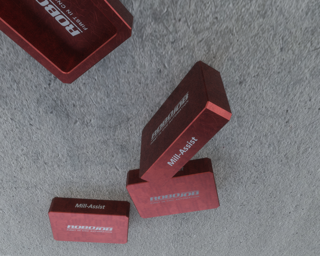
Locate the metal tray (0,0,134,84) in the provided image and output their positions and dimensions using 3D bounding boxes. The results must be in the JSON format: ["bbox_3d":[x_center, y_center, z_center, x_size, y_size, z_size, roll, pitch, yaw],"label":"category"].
[{"bbox_3d":[-0.098,-0.110,0.268,0.090,0.030,0.130,-32,124,24],"label":"metal tray"}]

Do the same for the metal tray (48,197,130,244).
[{"bbox_3d":[-0.120,0.164,0.542,0.131,0.030,0.089,4,130,-4],"label":"metal tray"}]

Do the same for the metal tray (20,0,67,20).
[{"bbox_3d":[-0.126,-0.167,0.260,0.131,0.030,0.090,30,124,-24],"label":"metal tray"}]

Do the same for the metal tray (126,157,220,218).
[{"bbox_3d":[0.022,0.097,0.486,0.131,0.030,0.090,-11,130,8],"label":"metal tray"}]

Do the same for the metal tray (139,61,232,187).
[{"bbox_3d":[0.023,-0.004,0.361,0.030,0.090,0.129,26,125,-21],"label":"metal tray"}]
